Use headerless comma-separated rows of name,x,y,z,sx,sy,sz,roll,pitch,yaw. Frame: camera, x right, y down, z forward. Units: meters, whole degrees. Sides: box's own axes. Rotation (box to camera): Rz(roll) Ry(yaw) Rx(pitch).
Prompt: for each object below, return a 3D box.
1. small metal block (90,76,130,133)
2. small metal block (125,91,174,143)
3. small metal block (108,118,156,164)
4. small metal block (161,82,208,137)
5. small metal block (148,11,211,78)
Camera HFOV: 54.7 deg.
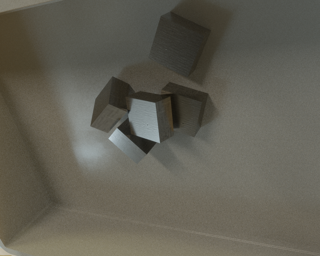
small metal block,-0.065,-0.030,0.403,0.025,0.050,0.050,24,134,-26
small metal block,-0.012,-0.014,0.375,0.050,0.025,0.050,15,121,41
small metal block,-0.032,0.012,0.415,0.050,0.050,0.025,42,129,-1
small metal block,0.027,-0.023,0.379,0.050,0.025,0.050,19,126,16
small metal block,0.021,-0.092,0.340,0.050,0.025,0.050,28,128,9
